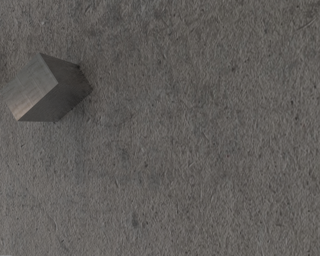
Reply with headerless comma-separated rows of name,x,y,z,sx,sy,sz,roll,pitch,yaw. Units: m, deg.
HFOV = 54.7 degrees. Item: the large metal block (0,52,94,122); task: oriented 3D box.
large metal block,-0.156,-0.052,0.435,0.080,0.080,0.050,-37,78,16
